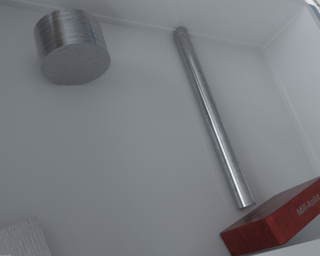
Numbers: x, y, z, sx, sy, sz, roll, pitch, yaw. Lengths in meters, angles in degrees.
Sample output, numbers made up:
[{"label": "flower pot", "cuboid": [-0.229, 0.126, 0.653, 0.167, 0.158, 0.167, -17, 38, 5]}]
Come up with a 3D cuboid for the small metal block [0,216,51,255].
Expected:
[{"label": "small metal block", "cuboid": [-0.126, 0.113, 0.270, 0.050, 0.025, 0.050, -17, 71, -35]}]

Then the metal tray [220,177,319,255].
[{"label": "metal tray", "cuboid": [0.147, 0.106, 0.380, 0.131, 0.090, 0.030, -18, 72, -35]}]

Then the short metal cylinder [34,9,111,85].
[{"label": "short metal cylinder", "cuboid": [-0.105, -0.095, 0.372, 0.081, 0.080, 0.050, -5, 65, -31]}]

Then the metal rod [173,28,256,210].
[{"label": "metal rod", "cuboid": [0.074, -0.028, 0.464, 0.025, 0.025, 0.299, -3, 63, -30]}]
